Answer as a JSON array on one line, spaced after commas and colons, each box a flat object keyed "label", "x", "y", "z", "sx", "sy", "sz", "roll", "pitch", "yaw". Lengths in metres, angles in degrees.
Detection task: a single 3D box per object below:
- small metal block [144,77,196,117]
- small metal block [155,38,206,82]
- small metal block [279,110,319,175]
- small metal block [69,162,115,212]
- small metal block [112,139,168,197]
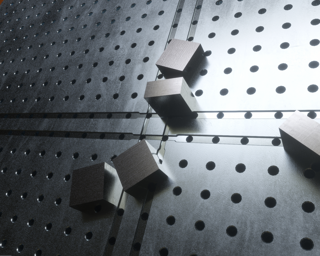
[{"label": "small metal block", "x": 0.014, "y": -0.039, "z": 0.408, "sx": 0.050, "sy": 0.050, "sz": 0.025, "roll": -4, "pitch": 60, "yaw": 26}, {"label": "small metal block", "x": 0.030, "y": -0.100, "z": 0.453, "sx": 0.050, "sy": 0.025, "sz": 0.050, "roll": 23, "pitch": 74, "yaw": 36}, {"label": "small metal block", "x": 0.148, "y": 0.016, "z": 0.304, "sx": 0.025, "sy": 0.050, "sz": 0.050, "roll": -44, "pitch": 51, "yaw": -2}, {"label": "small metal block", "x": -0.088, "y": 0.077, "z": 0.405, "sx": 0.050, "sy": 0.025, "sz": 0.050, "roll": -16, "pitch": 55, "yaw": 18}, {"label": "small metal block", "x": -0.026, "y": 0.050, "z": 0.390, "sx": 0.050, "sy": 0.025, "sz": 0.050, "roll": -34, "pitch": 52, "yaw": 5}]
